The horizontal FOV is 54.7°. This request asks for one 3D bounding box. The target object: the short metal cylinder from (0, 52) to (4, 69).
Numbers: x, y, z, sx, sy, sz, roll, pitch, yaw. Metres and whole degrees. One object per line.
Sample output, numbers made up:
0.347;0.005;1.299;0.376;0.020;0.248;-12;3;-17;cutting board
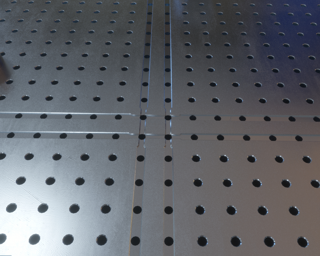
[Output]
-0.297;-0.117;0.486;0.081;0.050;0.080;0;50;0;short metal cylinder
